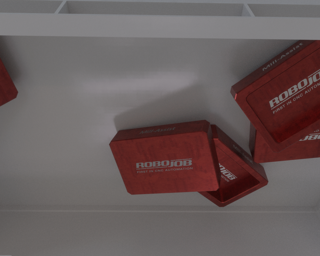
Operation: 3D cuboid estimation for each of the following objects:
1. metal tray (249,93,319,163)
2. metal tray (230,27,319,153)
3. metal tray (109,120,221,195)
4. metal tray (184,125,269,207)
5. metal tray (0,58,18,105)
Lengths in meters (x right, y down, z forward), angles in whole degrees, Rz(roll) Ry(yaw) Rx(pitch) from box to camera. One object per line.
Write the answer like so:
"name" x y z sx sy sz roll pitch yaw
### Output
"metal tray" 0.188 0.000 0.407 0.131 0.030 0.089 -6 130 5
"metal tray" 0.158 -0.043 0.343 0.130 0.030 0.090 -35 107 15
"metal tray" 0.008 0.042 0.412 0.130 0.030 0.089 -7 116 19
"metal tray" 0.085 0.061 0.457 0.090 0.030 0.130 -37 122 27
"metal tray" -0.226 -0.042 0.312 0.030 0.131 0.089 27 142 36
